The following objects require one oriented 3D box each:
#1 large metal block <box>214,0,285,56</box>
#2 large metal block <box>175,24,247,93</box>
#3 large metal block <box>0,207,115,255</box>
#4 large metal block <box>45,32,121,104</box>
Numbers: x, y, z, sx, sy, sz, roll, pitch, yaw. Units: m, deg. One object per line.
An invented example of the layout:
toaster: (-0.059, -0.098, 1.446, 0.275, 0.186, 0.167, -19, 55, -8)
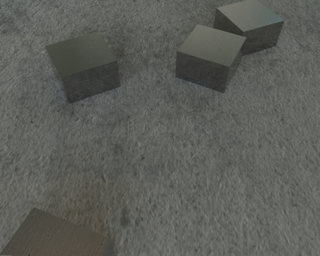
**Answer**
large metal block: (0.150, -0.174, 0.536, 0.081, 0.050, 0.080, -19, 53, -16)
large metal block: (0.078, -0.109, 0.480, 0.080, 0.050, 0.080, 21, 53, 16)
large metal block: (-0.096, 0.130, 0.277, 0.080, 0.050, 0.080, 17, 52, 14)
large metal block: (-0.114, -0.092, 0.463, 0.081, 0.050, 0.080, -22, 54, -18)
